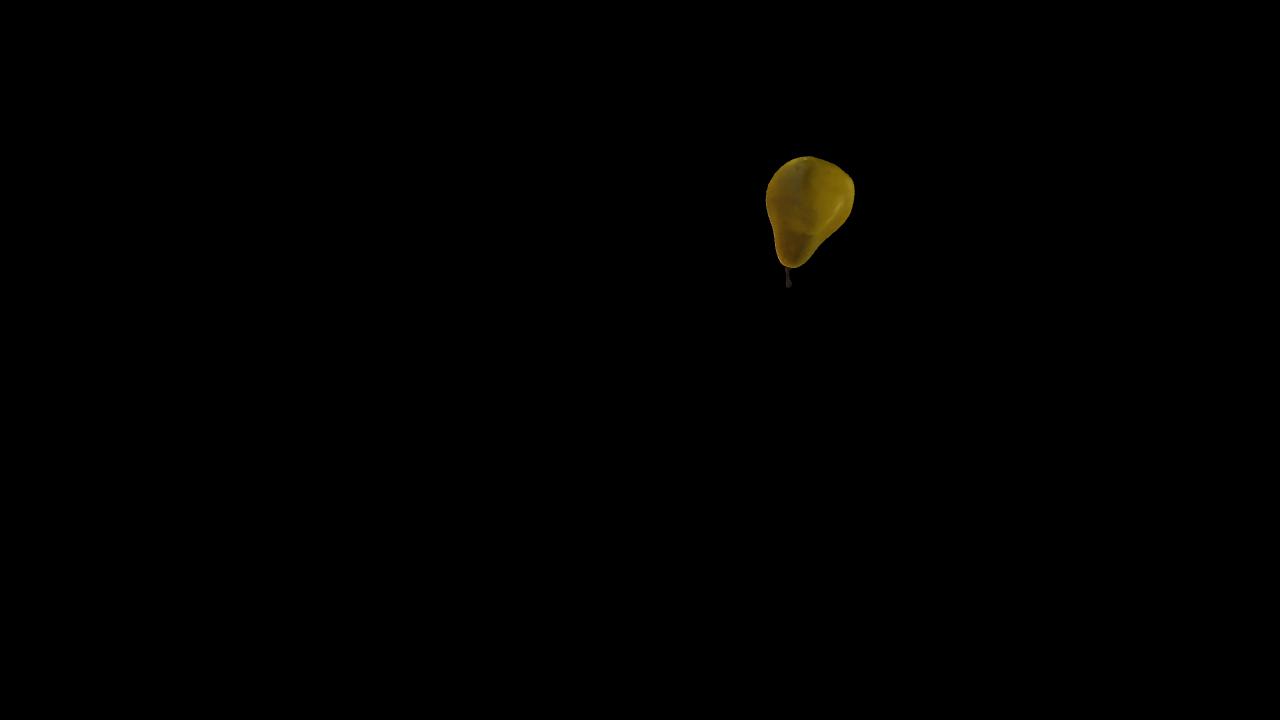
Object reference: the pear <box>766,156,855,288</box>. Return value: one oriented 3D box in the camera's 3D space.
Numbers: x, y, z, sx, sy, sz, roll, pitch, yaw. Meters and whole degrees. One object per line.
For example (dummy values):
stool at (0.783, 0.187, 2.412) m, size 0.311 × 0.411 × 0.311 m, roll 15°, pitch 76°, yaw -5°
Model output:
pear at (0.143, -0.122, 0.554) m, size 0.080 × 0.111 × 0.080 m, roll 21°, pitch 11°, yaw -5°
